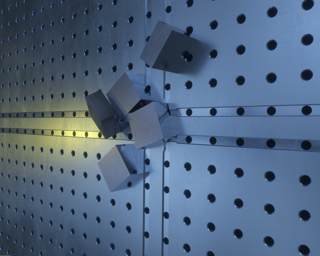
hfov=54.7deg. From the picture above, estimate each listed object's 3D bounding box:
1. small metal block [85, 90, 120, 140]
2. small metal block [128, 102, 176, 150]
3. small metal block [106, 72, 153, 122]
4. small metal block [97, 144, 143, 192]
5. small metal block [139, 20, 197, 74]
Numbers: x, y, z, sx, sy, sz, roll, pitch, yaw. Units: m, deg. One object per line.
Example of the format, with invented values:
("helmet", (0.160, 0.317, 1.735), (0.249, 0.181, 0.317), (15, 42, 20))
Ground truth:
("small metal block", (-0.085, -0.019, 0.460), (0.050, 0.025, 0.050), (52, 160, 27))
("small metal block", (-0.012, -0.002, 0.417), (0.050, 0.025, 0.050), (-25, 75, 37))
("small metal block", (-0.044, -0.044, 0.444), (0.050, 0.025, 0.050), (-43, 64, 31))
("small metal block", (-0.060, 0.059, 0.456), (0.050, 0.025, 0.050), (-44, 64, 31))
("small metal block", (0.010, -0.098, 0.383), (0.025, 0.050, 0.050), (45, 117, 30))
